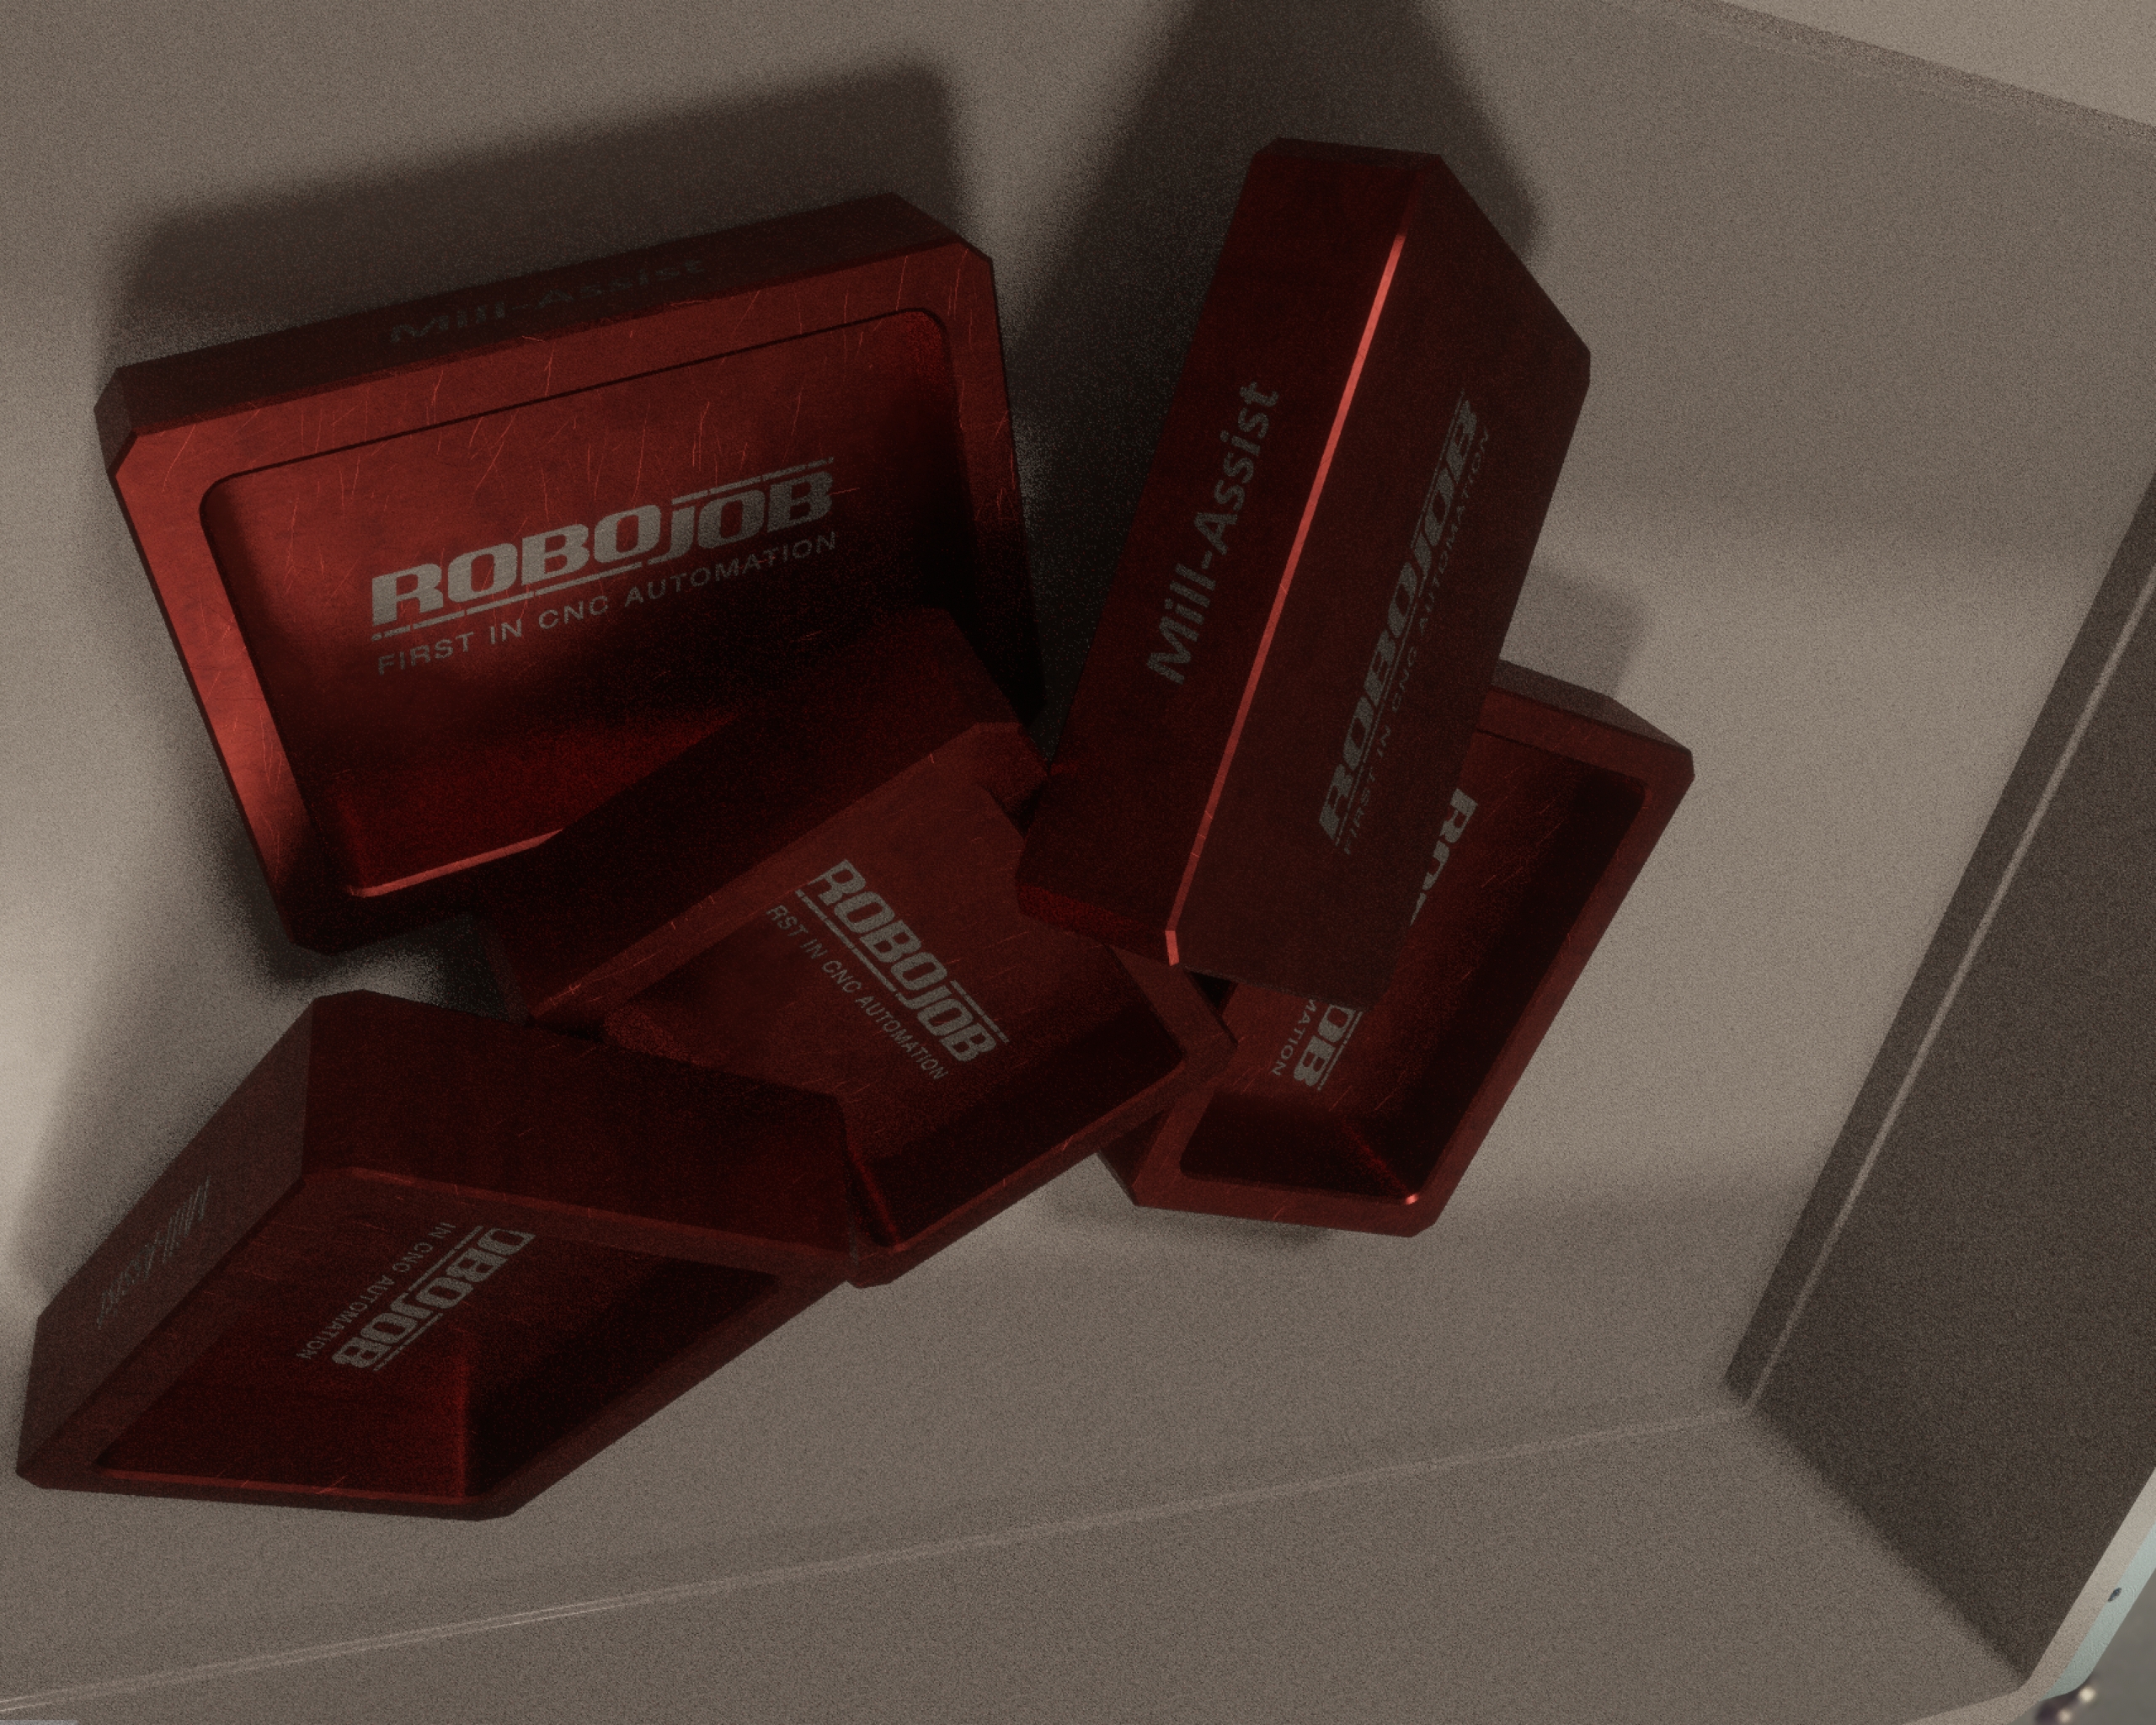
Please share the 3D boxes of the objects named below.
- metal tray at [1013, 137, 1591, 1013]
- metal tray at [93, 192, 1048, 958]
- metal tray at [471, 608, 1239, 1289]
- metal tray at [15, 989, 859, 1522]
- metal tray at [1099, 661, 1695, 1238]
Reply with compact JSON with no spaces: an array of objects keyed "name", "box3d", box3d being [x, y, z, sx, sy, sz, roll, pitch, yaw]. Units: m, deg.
[{"name":"metal tray","box3d":[0.043,-0.043,0.357,0.090,0.030,0.129,18,90,-59]},{"name":"metal tray","box3d":[-0.074,-0.047,0.334,0.131,0.030,0.089,-19,126,-18]},{"name":"metal tray","box3d":[-0.032,0.022,0.373,0.090,0.030,0.130,-33,144,2]},{"name":"metal tray","box3d":[-0.109,0.073,0.352,0.091,0.030,0.129,19,137,-36]},{"name":"metal tray","box3d":[0.065,0.018,0.452,0.091,0.030,0.129,13,112,-34]}]
